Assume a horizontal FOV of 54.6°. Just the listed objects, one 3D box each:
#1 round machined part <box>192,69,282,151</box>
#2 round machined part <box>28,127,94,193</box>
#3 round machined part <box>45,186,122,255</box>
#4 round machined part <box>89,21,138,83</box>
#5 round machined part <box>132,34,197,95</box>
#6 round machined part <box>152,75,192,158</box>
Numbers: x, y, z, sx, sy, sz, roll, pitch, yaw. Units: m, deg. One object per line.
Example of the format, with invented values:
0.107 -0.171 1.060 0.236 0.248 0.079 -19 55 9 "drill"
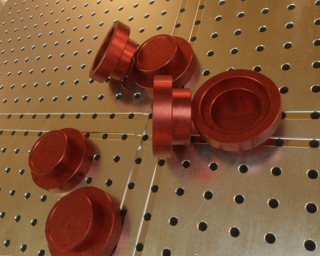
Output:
0.088 -0.017 0.358 0.098 0.042 0.098 -10 57 17 "round machined part"
-0.150 0.042 0.452 0.098 0.042 0.098 -13 56 21 "round machined part"
-0.099 0.118 0.378 0.098 0.042 0.098 -13 56 21 "round machined part"
-0.070 -0.114 0.486 0.098 0.042 0.098 -47 28 36 "round machined part"
0.001 -0.099 0.459 0.098 0.042 0.098 -13 56 21 "round machined part"
0.014 -0.014 0.369 0.042 0.098 0.098 1 59 1 "round machined part"
